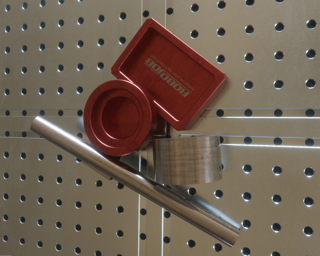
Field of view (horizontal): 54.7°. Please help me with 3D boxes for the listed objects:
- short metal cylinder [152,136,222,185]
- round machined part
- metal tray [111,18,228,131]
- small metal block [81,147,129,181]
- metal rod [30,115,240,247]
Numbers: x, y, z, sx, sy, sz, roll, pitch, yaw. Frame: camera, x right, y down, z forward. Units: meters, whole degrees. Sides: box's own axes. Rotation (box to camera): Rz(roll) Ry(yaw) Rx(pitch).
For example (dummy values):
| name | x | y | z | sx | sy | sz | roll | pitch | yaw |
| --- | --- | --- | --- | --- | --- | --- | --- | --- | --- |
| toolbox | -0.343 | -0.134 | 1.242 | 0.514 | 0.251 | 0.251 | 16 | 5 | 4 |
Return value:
| name | x | y | z | sx | sy | sz | roll | pitch | yaw |
| --- | --- | --- | --- | --- | --- | --- | --- | --- | --- |
| short metal cylinder | 0.032 | 0.036 | 0.370 | 0.080 | 0.080 | 0.050 | -4 | 89 | 19 |
| round machined part | -0.048 | -0.013 | 0.411 | 0.098 | 0.042 | 0.097 | 0 | 90 | 21 |
| metal tray | 0.010 | -0.069 | 0.405 | 0.130 | 0.030 | 0.090 | 42 | 102 | 15 |
| small metal block | -0.075 | 0.038 | 0.438 | 0.050 | 0.025 | 0.050 | 30 | 99 | 17 |
| metal rod | -0.038 | 0.065 | 0.403 | 0.301 | 0.025 | 0.025 | 28 | 99 | 8 |
